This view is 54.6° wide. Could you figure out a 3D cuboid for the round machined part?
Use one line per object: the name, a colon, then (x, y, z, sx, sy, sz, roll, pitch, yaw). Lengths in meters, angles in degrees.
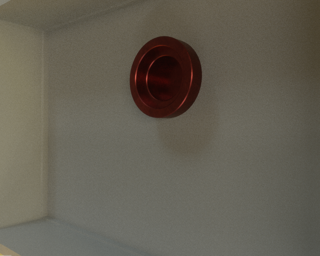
round machined part: (0.011, -0.061, 0.387, 0.098, 0.042, 0.097, 0, 90, 40)
